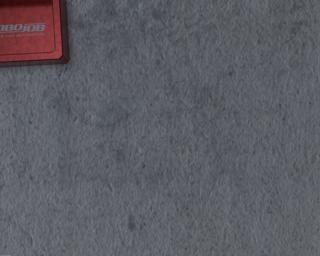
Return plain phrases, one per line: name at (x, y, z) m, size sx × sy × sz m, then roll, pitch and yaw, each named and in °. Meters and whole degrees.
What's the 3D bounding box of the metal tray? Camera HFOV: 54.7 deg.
metal tray at (-0.190, -0.128, 0.404) m, size 0.131 × 0.030 × 0.089 m, roll -3°, pitch 90°, yaw -1°
